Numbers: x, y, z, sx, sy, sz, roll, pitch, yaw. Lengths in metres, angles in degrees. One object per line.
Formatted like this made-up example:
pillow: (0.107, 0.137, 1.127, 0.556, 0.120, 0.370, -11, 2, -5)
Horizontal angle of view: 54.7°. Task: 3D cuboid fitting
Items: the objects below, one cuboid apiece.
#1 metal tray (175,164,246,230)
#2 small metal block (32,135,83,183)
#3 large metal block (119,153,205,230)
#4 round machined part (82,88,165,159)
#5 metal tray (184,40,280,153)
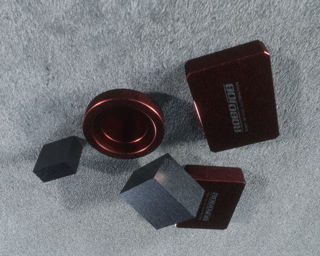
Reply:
metal tray: (0.077, 0.116, 0.504, 0.091, 0.030, 0.129, 4, 130, -4)
small metal block: (-0.139, 0.042, 0.425, 0.050, 0.050, 0.025, -17, 128, 13)
large metal block: (0.003, 0.093, 0.445, 0.080, 0.050, 0.080, 46, 131, -13)
round machined part: (-0.043, -0.009, 0.388, 0.099, 0.042, 0.097, -1, 130, 0)
metal tray: (0.091, -0.032, 0.378, 0.090, 0.030, 0.130, -15, 129, 12)
